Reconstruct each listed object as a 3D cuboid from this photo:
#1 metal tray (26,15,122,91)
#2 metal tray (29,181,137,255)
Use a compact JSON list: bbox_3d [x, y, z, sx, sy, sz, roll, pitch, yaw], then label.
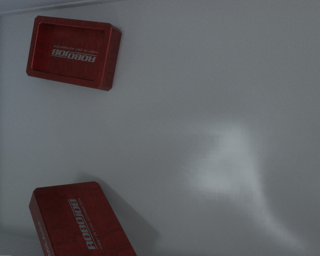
[{"bbox_3d":[-0.127,-0.109,0.451,0.130,0.030,0.089,12,94,19],"label":"metal tray"},{"bbox_3d":[-0.098,0.126,0.382,0.130,0.091,0.030,51,126,38],"label":"metal tray"}]
